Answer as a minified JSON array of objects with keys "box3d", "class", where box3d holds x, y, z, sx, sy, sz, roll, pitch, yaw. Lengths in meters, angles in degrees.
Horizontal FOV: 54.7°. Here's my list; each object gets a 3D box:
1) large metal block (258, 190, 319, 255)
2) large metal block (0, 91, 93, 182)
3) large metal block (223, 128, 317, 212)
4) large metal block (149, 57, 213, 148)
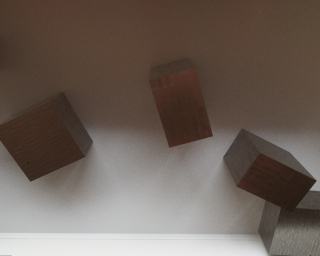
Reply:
[{"box3d":[0.198,0.137,0.451,0.081,0.050,0.079,5,110,-2],"class":"large metal block"},{"box3d":[-0.147,0.010,0.400,0.080,0.050,0.080,-24,109,8],"class":"large metal block"},{"box3d":[0.138,0.052,0.403,0.080,0.080,0.050,26,108,-10],"class":"large metal block"},{"box3d":[0.023,-0.034,0.370,0.050,0.080,0.080,-15,110,5],"class":"large metal block"}]
